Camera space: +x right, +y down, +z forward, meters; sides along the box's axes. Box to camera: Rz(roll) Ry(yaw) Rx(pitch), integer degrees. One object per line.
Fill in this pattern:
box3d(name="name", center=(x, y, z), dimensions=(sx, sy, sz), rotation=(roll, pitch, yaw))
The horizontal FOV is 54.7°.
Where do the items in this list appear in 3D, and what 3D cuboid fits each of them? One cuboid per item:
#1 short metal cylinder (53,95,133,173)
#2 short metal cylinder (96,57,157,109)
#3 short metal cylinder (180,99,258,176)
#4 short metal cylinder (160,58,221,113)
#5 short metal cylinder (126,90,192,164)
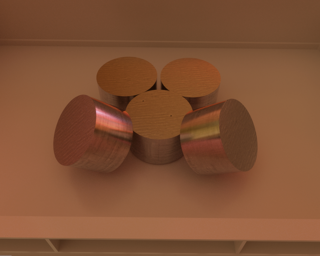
box3d(name="short metal cylinder", center=(-0.077, 0.008, 0.352), dimensions=(0.050, 0.080, 0.080), rotation=(22, 33, -44))
box3d(name="short metal cylinder", center=(-0.044, -0.054, 0.430), dimensions=(0.081, 0.050, 0.080), rotation=(0, 50, 0))
box3d(name="short metal cylinder", center=(0.068, 0.012, 0.350), dimensions=(0.050, 0.080, 0.080), rotation=(-15, 37, 41))
box3d(name="short metal cylinder", center=(0.041, -0.053, 0.432), dimensions=(0.081, 0.050, 0.080), rotation=(0, 50, 0))
box3d(name="short metal cylinder", center=(-0.001, -0.002, 0.386), dimensions=(0.081, 0.050, 0.080), rotation=(0, 50, 0))
